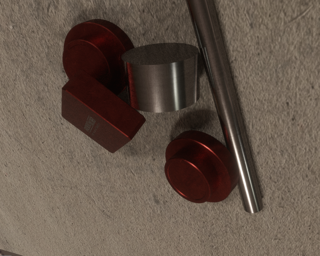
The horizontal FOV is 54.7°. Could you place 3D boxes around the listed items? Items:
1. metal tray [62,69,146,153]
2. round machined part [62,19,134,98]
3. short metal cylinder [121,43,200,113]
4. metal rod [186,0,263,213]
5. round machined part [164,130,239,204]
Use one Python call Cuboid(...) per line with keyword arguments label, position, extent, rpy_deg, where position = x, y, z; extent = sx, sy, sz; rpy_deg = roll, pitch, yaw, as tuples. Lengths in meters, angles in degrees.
Cuboid(label="metal tray", position=(-0.076, -0.013, 0.387), extent=(0.090, 0.030, 0.130), rpy_deg=(38, 160, -7))
Cuboid(label="round machined part", position=(-0.081, -0.081, 0.386), extent=(0.098, 0.042, 0.097), rpy_deg=(13, 124, 20))
Cuboid(label="short metal cylinder", position=(0.002, -0.057, 0.334), extent=(0.080, 0.080, 0.050), rpy_deg=(8, 122, 23))
Cuboid(label="metal rod", position=(0.075, -0.027, 0.349), extent=(0.025, 0.025, 0.298), rpy_deg=(-6, 116, 31))
Cuboid(label="round machined part", position=(0.045, 0.055, 0.390), extent=(0.098, 0.042, 0.097), rpy_deg=(26, 135, 30))
